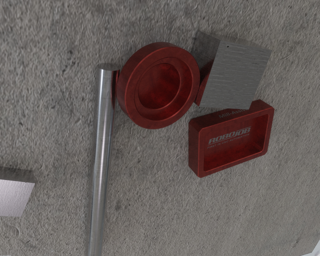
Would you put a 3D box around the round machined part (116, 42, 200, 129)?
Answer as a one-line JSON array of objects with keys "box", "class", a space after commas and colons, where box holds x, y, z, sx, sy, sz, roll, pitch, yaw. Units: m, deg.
[{"box": [-0.006, -0.051, 0.356, 0.099, 0.042, 0.097, -19, 128, -26], "class": "round machined part"}]

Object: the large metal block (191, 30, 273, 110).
[{"box": [0.081, -0.072, 0.391, 0.081, 0.050, 0.079, 1, 118, -29], "class": "large metal block"}]

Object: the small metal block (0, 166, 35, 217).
[{"box": [-0.178, 0.073, 0.355, 0.050, 0.025, 0.050, 15, 110, -35], "class": "small metal block"}]

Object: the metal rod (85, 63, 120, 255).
[{"box": [-0.079, 0.064, 0.403, 0.025, 0.025, 0.298, -5, 121, -26], "class": "metal rod"}]

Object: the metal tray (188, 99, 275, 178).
[{"box": [0.108, 0.015, 0.471, 0.131, 0.030, 0.089, -16, 125, -19], "class": "metal tray"}]
